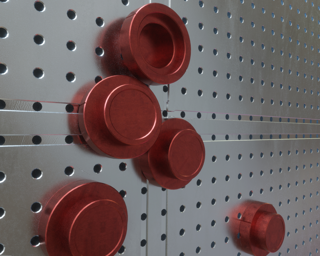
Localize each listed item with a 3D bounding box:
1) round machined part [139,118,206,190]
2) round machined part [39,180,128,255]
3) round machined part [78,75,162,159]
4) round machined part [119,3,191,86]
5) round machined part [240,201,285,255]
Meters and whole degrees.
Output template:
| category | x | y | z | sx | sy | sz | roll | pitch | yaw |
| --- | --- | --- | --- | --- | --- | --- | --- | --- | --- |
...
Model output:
| category | x | y | z | sx | sy | sz | roll | pitch | yaw |
| --- | --- | --- | --- | --- | --- | --- | --- | --- | --- |
| round machined part | 0.024 | 0.035 | 0.420 | 0.099 | 0.042 | 0.097 | 0 | 90 | -40 |
| round machined part | -0.075 | 0.108 | 0.337 | 0.099 | 0.042 | 0.097 | 0 | 90 | -40 |
| round machined part | -0.039 | -0.013 | 0.356 | 0.099 | 0.042 | 0.097 | 4 | 82 | -31 |
| round machined part | -0.010 | -0.102 | 0.391 | 0.099 | 0.042 | 0.097 | 0 | 90 | -40 |
| round machined part | 0.191 | 0.186 | 0.562 | 0.099 | 0.042 | 0.097 | 0 | 90 | -40 |
